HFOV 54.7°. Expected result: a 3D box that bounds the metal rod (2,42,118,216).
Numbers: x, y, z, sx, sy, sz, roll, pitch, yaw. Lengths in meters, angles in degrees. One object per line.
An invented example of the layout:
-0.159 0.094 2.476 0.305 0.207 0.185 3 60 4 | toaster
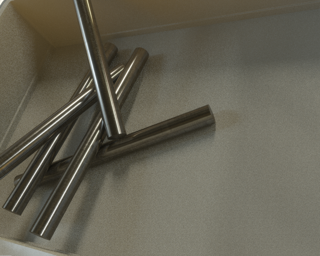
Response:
-0.136 -0.016 0.463 0.025 0.025 0.300 6 58 30 | metal rod

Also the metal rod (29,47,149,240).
-0.081 0.000 0.417 0.025 0.025 0.300 4 55 30 | metal rod

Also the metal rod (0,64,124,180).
-0.152 0.002 0.420 0.025 0.025 0.301 22 54 35 | metal rod

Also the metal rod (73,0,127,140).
-0.096 -0.128 0.430 0.025 0.025 0.299 -20 76 16 | metal rod

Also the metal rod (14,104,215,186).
-0.072 0.032 0.421 0.301 0.025 0.025 -20 54 15 | metal rod
